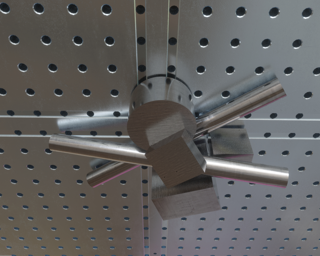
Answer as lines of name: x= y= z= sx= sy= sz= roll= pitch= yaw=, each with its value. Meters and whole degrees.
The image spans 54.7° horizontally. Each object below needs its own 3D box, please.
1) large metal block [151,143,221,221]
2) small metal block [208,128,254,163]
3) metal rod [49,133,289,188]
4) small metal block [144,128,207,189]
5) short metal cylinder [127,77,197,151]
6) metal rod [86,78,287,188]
large metal block: x=0.035 y=0.074 z=0.433 sx=0.080 sy=0.080 sz=0.050 roll=-14 pitch=129 yaw=11
small metal block: x=0.092 y=0.026 z=0.414 sx=0.050 sy=0.050 sz=0.025 roll=1 pitch=130 yaw=0
metal rod: x=0.003 y=0.039 z=0.394 sx=0.301 sy=0.025 sz=0.025 roll=8 pitch=131 yaw=10
small metal block: x=0.019 y=0.036 z=0.361 sx=0.050 sy=0.025 sz=0.050 roll=-28 pitch=102 yaw=22
short metal cylinder: x=0.002 y=-0.015 z=0.377 sx=0.081 sy=0.050 sz=0.079 roll=0 pitch=129 yaw=0
metal rod: x=0.021 y=0.015 z=0.421 sx=0.300 sy=0.025 sz=0.025 roll=-27 pitch=125 yaw=21
